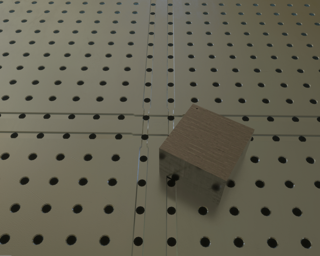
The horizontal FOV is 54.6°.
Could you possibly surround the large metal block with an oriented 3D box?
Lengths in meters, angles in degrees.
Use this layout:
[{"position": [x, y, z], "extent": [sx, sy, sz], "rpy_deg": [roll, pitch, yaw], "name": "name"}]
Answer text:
[{"position": [0.054, 0.028, 0.369], "extent": [0.080, 0.050, 0.080], "rpy_deg": [25, 54, 19], "name": "large metal block"}]
